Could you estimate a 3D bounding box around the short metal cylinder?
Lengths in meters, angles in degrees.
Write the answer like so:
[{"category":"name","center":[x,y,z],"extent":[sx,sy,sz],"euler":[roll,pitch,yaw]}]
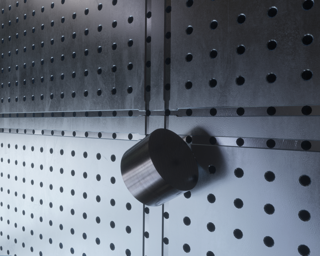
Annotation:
[{"category":"short metal cylinder","center":[0.000,0.047,0.372],"extent":[0.050,0.081,0.080],"euler":[-36,68,34]}]
